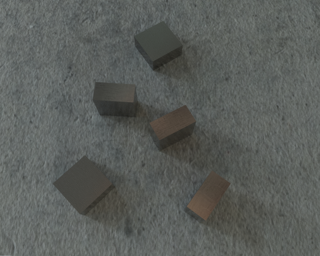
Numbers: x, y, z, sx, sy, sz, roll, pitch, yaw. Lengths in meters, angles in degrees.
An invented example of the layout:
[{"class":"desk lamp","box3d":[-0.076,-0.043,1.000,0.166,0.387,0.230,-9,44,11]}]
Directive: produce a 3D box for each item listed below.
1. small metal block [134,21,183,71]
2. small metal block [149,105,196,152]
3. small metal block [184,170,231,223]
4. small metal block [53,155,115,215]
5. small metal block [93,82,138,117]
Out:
[{"class":"small metal block","box3d":[-0.003,-0.120,0.452,0.050,0.025,0.050,-31,73,-11]},{"class":"small metal block","box3d":[0.015,0.001,0.395,0.050,0.050,0.025,-27,73,-10]},{"class":"small metal block","box3d":[0.054,0.082,0.365,0.025,0.050,0.050,35,74,11]},{"class":"small metal block","box3d":[-0.093,0.071,0.381,0.050,0.025,0.050,43,75,14]},{"class":"small metal block","box3d":[-0.057,-0.036,0.407,0.050,0.050,0.025,4,70,1]}]
